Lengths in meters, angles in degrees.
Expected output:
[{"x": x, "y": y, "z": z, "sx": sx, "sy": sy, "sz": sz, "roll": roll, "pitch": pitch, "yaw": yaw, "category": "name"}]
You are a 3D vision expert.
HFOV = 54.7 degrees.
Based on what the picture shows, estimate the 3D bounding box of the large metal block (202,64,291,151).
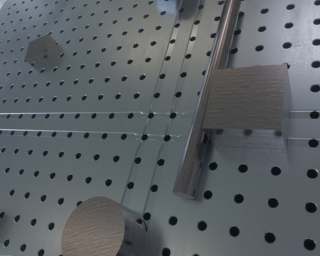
[{"x": 0.101, "y": -0.022, "z": 0.353, "sx": 0.080, "sy": 0.050, "sz": 0.080, "roll": 1, "pitch": 62, "yaw": 28, "category": "large metal block"}]

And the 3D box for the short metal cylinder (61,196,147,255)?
[{"x": -0.062, "y": 0.124, "z": 0.349, "sx": 0.080, "sy": 0.050, "sz": 0.080, "roll": -13, "pitch": 56, "yaw": 21, "category": "short metal cylinder"}]

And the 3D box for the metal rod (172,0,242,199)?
[{"x": 0.068, "y": -0.055, "z": 0.406, "sx": 0.025, "sy": 0.025, "sz": 0.300, "roll": 4, "pitch": 63, "yaw": 30, "category": "metal rod"}]

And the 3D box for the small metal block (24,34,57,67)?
[{"x": -0.244, "y": -0.158, "z": 0.634, "sx": 0.050, "sy": 0.025, "sz": 0.050, "roll": -14, "pitch": 56, "yaw": 20, "category": "small metal block"}]
